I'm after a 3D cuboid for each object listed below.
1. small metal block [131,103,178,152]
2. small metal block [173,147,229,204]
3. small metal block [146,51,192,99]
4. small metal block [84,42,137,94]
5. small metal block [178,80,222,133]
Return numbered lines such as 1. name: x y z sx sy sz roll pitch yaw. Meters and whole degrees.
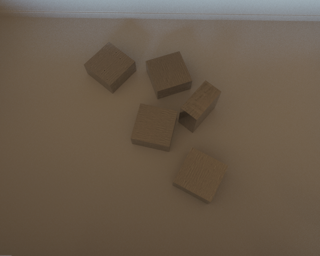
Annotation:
1. small metal block: -0.007 0.000 0.410 0.050 0.025 0.050 12 70 4
2. small metal block: 0.050 0.060 0.388 0.050 0.025 0.050 27 72 9
3. small metal block: 0.012 -0.074 0.437 0.050 0.025 0.050 -18 71 -7
4. small metal block: -0.070 -0.086 0.440 0.050 0.025 0.050 39 74 13
5. small metal block: 0.051 -0.027 0.406 0.025 0.050 0.050 39 75 13
